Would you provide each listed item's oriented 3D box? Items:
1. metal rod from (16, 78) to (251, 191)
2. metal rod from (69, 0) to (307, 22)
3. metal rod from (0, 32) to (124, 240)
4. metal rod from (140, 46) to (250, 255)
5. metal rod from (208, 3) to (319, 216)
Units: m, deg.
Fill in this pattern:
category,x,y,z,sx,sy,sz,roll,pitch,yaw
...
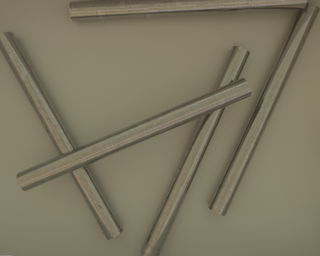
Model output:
category,x,y,z,sx,sy,sz,roll,pitch,yaw
metal rod,-0.031,0.008,0.384,0.301,0.025,0.025,-23,90,-1
metal rod,0.035,-0.160,0.405,0.302,0.025,0.025,-3,90,2
metal rod,-0.132,0.011,0.409,0.025,0.025,0.299,-29,90,0
metal rod,0.047,0.033,0.412,0.025,0.025,0.299,24,90,-1
metal rod,0.138,-0.025,0.413,0.025,0.025,0.299,25,90,-1
